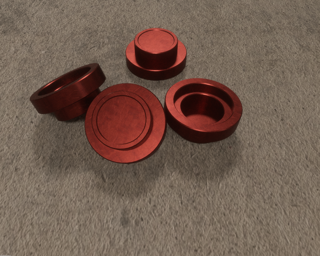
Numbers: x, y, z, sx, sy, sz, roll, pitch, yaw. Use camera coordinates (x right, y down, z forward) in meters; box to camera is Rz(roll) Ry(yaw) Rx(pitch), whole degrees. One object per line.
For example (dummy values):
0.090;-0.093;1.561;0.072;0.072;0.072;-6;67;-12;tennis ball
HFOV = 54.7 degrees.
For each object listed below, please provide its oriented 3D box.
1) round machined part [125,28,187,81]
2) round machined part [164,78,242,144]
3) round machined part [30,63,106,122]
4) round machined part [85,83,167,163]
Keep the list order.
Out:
-0.006;-0.124;0.496;0.099;0.042;0.098;0;50;0;round machined part
0.053;-0.018;0.405;0.099;0.042;0.098;3;48;-4;round machined part
-0.115;-0.044;0.409;0.098;0.042;0.098;-21;25;11;round machined part
-0.042;-0.007;0.369;0.099;0.042;0.097;-1;82;4;round machined part
